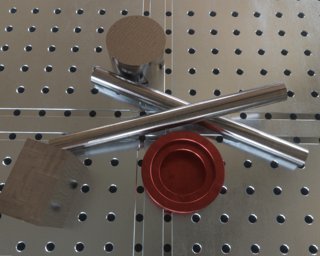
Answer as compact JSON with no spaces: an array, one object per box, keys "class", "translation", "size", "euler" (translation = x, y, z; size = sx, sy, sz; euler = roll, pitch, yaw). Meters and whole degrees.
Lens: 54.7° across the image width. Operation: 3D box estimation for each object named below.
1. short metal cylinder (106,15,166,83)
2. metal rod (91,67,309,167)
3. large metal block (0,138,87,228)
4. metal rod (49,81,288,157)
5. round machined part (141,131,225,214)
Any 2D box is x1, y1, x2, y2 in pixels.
[{"class":"short metal cylinder","translation":[-0.032,-0.110,0.438],"size":[0.081,0.050,0.080],"euler":[0,70,0]},{"class":"metal rod","translation":[0.047,-0.018,0.418],"size":[0.301,0.025,0.025],"euler":[22,72,7]},{"class":"large metal block","translation":[-0.131,0.067,0.357],"size":[0.050,0.080,0.080],"euler":[17,71,6]},{"class":"metal rod","translation":[0.008,-0.011,0.394],"size":[0.302,0.025,0.025],"euler":[-14,71,3]},{"class":"round machined part","translation":[0.027,0.056,0.383],"size":[0.099,0.042,0.098],"euler":[0,70,-1]}]
